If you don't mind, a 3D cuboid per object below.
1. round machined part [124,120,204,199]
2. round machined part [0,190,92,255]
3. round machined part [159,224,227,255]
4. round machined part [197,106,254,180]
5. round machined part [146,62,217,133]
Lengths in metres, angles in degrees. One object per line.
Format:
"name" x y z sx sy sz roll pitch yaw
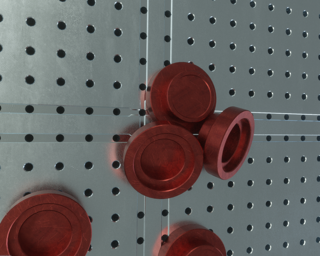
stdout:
"round machined part" 0.002 0.037 0.396 0.099 0.042 0.097 -3 106 -10
"round machined part" -0.131 0.120 0.356 0.099 0.042 0.097 0 90 -21
"round machined part" 0.050 0.187 0.424 0.099 0.042 0.097 0 90 -21
"round machined part" 0.086 0.017 0.421 0.099 0.042 0.097 -27 127 -42
"round machined part" 0.034 -0.040 0.417 0.099 0.042 0.097 0 90 -20
